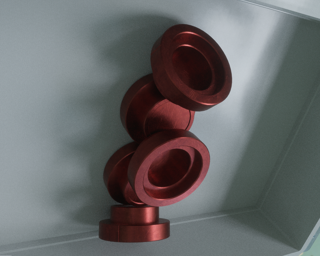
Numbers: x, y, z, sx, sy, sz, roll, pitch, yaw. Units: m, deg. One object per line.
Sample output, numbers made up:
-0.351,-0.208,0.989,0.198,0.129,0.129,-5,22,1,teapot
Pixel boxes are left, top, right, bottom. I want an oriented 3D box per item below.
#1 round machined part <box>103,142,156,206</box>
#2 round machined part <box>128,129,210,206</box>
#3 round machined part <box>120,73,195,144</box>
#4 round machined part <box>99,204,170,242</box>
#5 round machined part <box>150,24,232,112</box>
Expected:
-0.024,0.069,0.426,0.099,0.042,0.097,-14,125,-21,round machined part
0.007,0.043,0.372,0.099,0.042,0.097,-14,125,-21,round machined part
0.004,-0.017,0.388,0.099,0.042,0.097,-14,125,-21,round machined part
-0.035,0.130,0.435,0.099,0.098,0.042,6,78,-32,round machined part
0.031,-0.064,0.351,0.099,0.098,0.042,7,157,-32,round machined part
